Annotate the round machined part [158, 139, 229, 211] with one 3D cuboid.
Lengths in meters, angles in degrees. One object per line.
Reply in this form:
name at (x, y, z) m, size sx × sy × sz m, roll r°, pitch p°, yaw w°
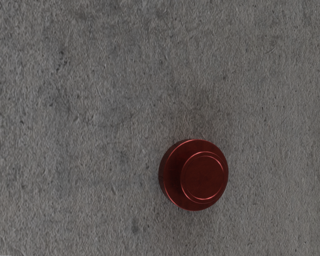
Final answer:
round machined part at (0.051, 0.064, 0.418) m, size 0.099 × 0.042 × 0.097 m, roll 0°, pitch 90°, yaw -20°
